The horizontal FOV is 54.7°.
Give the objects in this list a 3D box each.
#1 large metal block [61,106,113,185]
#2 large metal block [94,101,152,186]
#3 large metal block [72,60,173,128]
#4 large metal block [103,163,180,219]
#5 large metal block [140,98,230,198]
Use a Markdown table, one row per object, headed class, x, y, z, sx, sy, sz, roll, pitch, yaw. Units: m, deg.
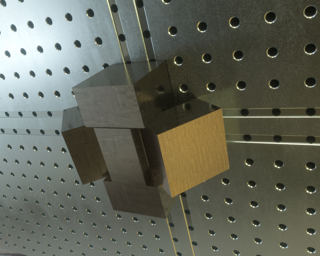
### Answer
| class | x | y | z | sx | sy | sz | roll | pitch | yaw |
| --- | --- | --- | --- | --- | --- | --- | --- | --- | --- |
| large metal block | -0.096 | 0.017 | 0.426 | 0.050 | 0.080 | 0.080 | -17 | 116 | -8 |
| large metal block | -0.030 | 0.016 | 0.399 | 0.050 | 0.080 | 0.079 | 1 | 119 | 27 |
| large metal block | -0.041 | -0.041 | 0.369 | 0.080 | 0.080 | 0.050 | 1 | 119 | 27 |
| large metal block | -0.017 | 0.072 | 0.426 | 0.080 | 0.080 | 0.050 | 1 | 119 | 27 |
| large metal block | 0.029 | 0.020 | 0.361 | 0.050 | 0.081 | 0.079 | 33 | 141 | 57 |
